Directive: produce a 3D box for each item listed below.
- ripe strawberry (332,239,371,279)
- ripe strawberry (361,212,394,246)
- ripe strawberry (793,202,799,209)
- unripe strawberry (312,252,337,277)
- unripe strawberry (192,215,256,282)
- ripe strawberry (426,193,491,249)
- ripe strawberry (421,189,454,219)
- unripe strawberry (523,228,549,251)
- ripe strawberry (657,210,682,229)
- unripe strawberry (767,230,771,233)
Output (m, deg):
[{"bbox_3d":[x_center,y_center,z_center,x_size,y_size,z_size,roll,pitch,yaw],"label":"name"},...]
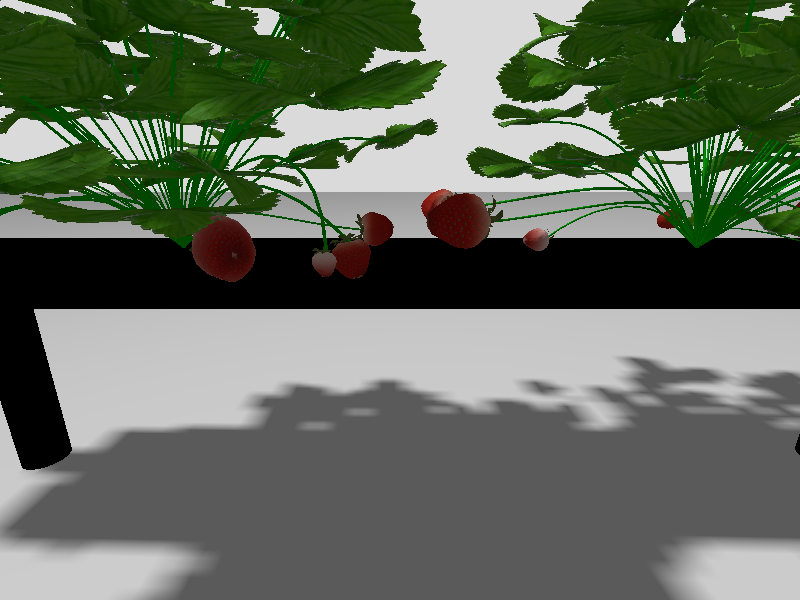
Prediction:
[{"bbox_3d":[-0.029,-0.024,0.240,0.023,0.023,0.025,-17,3,38],"label":"ripe strawberry"},{"bbox_3d":[-0.020,-0.063,0.354,0.029,0.030,0.026,0,17,-3],"label":"ripe strawberry"},{"bbox_3d":[0.473,-0.098,0.445,0.050,0.043,0.050,-7,18,-25],"label":"ripe strawberry"},{"bbox_3d":[-0.043,-0.020,0.227,0.015,0.015,0.014,14,22,39],"label":"unripe strawberry"},{"bbox_3d":[-0.098,-0.028,0.225,0.033,0.038,0.036,-12,21,-34],"label":"unripe strawberry"},{"bbox_3d":[0.049,-0.067,0.338,0.052,0.045,0.052,-1,17,-2],"label":"ripe strawberry"},{"bbox_3d":[0.049,-0.119,0.515,0.044,0.046,0.040,13,21,38],"label":"ripe strawberry"},{"bbox_3d":[0.111,-0.049,0.328,0.019,0.019,0.021,-5,17,-7],"label":"unripe strawberry"},{"bbox_3d":[0.322,-0.096,0.479,0.025,0.021,0.025,7,8,23],"label":"ripe strawberry"},{"bbox_3d":[0.383,-0.073,0.412,0.010,0.010,0.009,-9,19,-27],"label":"unripe strawberry"}]
